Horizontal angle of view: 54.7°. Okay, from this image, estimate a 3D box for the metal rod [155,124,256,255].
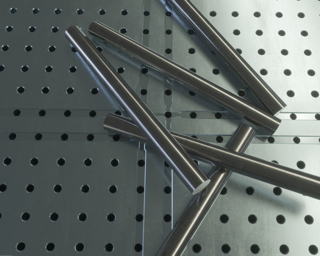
[{"bbox_3d":[0.031,0.118,0.368,0.025,0.025,0.300,33,73,11],"label":"metal rod"}]

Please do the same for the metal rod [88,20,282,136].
[{"bbox_3d":[0.028,-0.075,0.439,0.301,0.025,0.025,30,73,10],"label":"metal rod"}]

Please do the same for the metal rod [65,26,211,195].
[{"bbox_3d":[-0.043,-0.039,0.398,0.025,0.025,0.300,-35,64,-12],"label":"metal rod"}]

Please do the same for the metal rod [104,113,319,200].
[{"bbox_3d":[0.070,0.034,0.374,0.301,0.025,0.025,17,71,16],"label":"metal rod"}]

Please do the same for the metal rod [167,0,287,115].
[{"bbox_3d":[0.076,-0.137,0.462,0.025,0.025,0.299,-34,74,-12],"label":"metal rod"}]
